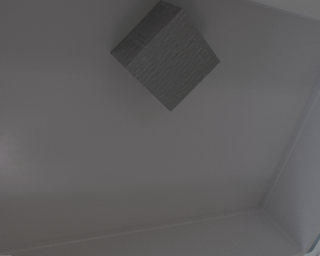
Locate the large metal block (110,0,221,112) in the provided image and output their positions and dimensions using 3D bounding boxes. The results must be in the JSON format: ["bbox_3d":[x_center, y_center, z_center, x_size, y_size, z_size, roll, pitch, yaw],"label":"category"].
[{"bbox_3d":[0.007,-0.079,0.347,0.080,0.050,0.080,-46,129,3],"label":"large metal block"}]
